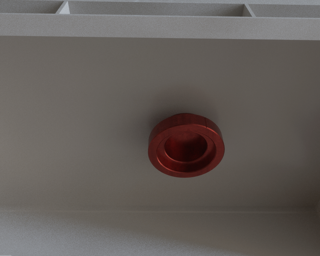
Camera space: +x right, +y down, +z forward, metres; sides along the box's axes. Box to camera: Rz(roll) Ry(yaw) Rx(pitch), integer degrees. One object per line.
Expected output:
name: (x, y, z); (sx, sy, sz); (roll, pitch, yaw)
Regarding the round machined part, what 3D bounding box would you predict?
round machined part: (0.034, 0.019, 0.414); (0.099, 0.042, 0.097); (0, 130, 0)
